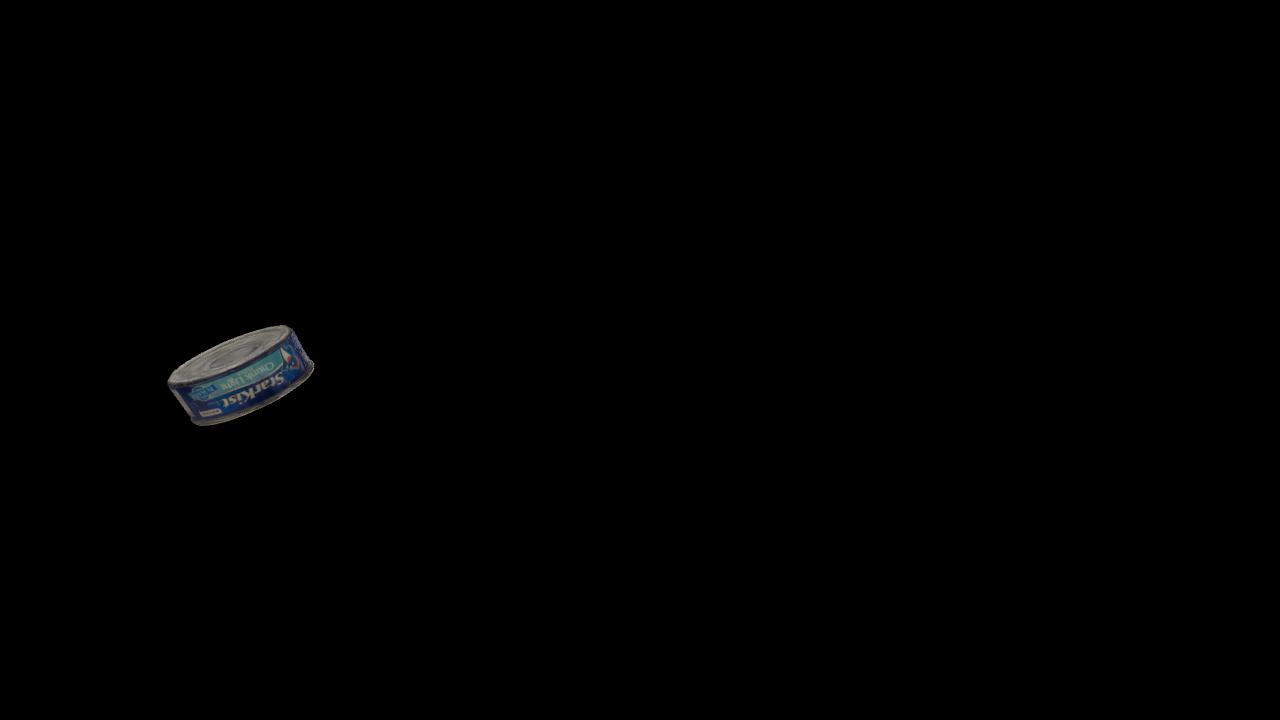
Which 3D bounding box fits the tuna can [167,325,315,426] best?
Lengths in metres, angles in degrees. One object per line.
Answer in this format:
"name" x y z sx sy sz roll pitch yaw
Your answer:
"tuna can" -0.279 0.008 0.433 0.084 0.034 0.084 -13 27 7
